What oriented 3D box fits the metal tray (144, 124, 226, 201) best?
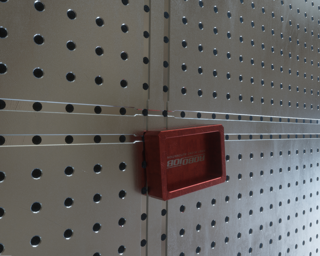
[{"bbox_3d":[0.040,0.044,0.442,0.131,0.030,0.089,-6,94,-40],"label":"metal tray"}]
